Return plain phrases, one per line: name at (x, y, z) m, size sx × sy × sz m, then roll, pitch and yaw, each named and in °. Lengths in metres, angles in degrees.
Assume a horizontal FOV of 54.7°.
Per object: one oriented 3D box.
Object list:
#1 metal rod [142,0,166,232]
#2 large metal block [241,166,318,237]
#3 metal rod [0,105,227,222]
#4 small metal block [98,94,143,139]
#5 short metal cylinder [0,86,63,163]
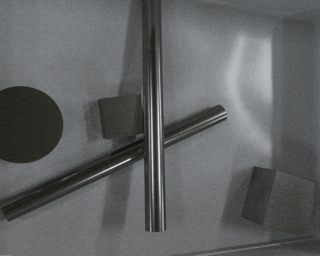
metal rod at (-0.008, -0.027, 0.387) m, size 0.025 × 0.025 × 0.298 m, roll 2°, pitch 82°, yaw -20°
large metal block at (0.179, 0.109, 0.466) m, size 0.081 × 0.050 × 0.080 m, roll 19°, pitch 84°, yaw -20°
metal rod at (-0.043, 0.036, 0.395) m, size 0.302 × 0.025 × 0.025 m, roll -24°, pitch 98°, yaw -19°
small metal block at (-0.048, -0.015, 0.393) m, size 0.050 × 0.025 × 0.050 m, roll -9°, pitch 93°, yaw -20°
short metal cylinder at (-0.150, -0.003, 0.342) m, size 0.081 × 0.050 × 0.079 m, roll 0°, pitch 90°, yaw -20°
